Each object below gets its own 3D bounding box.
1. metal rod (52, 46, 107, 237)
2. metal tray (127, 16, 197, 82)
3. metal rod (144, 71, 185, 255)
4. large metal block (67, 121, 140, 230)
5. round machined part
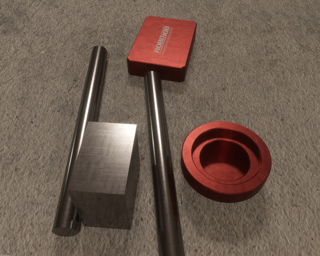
[{"bbox_3d":[-0.097,-0.009,0.409,0.025,0.025,0.300,0,50,-1],"label":"metal rod"},{"bbox_3d":[0.007,-0.134,0.513,0.090,0.030,0.130,10,51,7],"label":"metal tray"},{"bbox_3d":[0.002,0.038,0.371,0.025,0.025,0.300,-4,50,-4],"label":"metal rod"},{"bbox_3d":[-0.053,0.051,0.324,0.050,0.080,0.080,4,50,3],"label":"large metal block"},{"bbox_3d":[0.073,0.042,0.358,0.099,0.042,0.098,0,50,0],"label":"round machined part"}]
